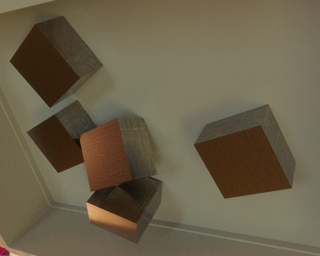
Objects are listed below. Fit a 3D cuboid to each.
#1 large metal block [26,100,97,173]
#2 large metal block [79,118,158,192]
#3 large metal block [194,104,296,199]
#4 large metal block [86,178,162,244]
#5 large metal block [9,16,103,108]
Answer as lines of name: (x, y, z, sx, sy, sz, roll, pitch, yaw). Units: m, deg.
large metal block: (-0.142, 0.014, 0.477, 0.080, 0.050, 0.080, -23, 106, 36)
large metal block: (-0.059, 0.037, 0.425, 0.080, 0.050, 0.080, -22, 77, 36)
large metal block: (0.099, 0.029, 0.358, 0.080, 0.050, 0.080, -20, 108, 35)
large metal block: (-0.051, 0.113, 0.467, 0.080, 0.080, 0.050, 17, 131, 18)
large metal block: (-0.138, -0.086, 0.412, 0.080, 0.050, 0.080, -32, 101, 38)
